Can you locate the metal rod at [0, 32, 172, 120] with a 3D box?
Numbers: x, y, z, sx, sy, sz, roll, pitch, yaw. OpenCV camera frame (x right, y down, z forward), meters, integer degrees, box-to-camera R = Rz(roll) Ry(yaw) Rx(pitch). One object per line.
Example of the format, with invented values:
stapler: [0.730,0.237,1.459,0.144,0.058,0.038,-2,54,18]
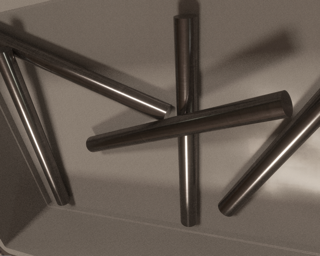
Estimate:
metal rod: [-0.124,-0.078,0.423,0.301,0.025,0.025,24,127,12]

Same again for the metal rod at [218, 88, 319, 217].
metal rod: [0.146,0.008,0.336,0.025,0.025,0.298,33,129,6]

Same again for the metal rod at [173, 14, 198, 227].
metal rod: [0.035,0.012,0.396,0.025,0.025,0.298,10,123,22]

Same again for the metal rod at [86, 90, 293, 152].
metal rod: [0.005,0.002,0.376,0.300,0.025,0.025,-12,113,42]

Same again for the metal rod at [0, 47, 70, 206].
metal rod: [-0.198,0.016,0.503,0.025,0.025,0.298,9,128,23]
